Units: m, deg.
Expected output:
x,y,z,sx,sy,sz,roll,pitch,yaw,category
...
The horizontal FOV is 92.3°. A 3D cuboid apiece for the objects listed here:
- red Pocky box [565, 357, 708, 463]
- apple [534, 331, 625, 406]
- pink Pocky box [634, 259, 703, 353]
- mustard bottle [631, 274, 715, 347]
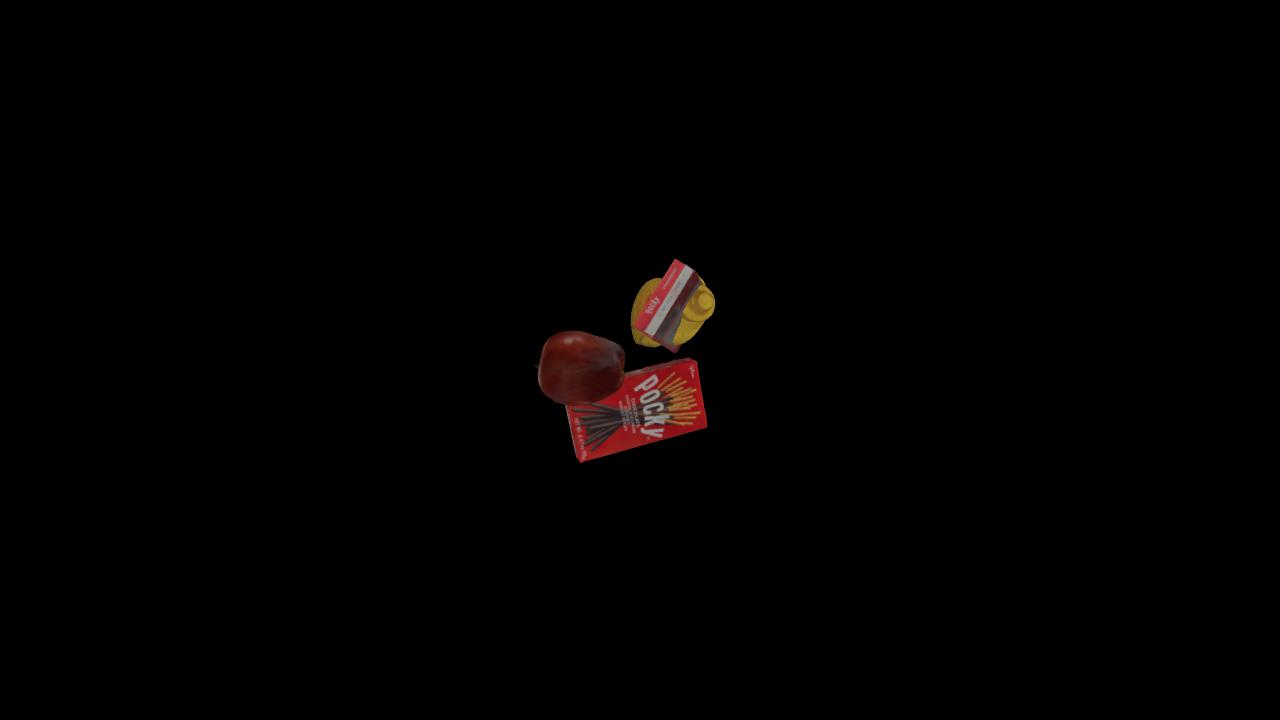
x,y,z,sx,sy,sz,roll,pitch,yaw,category
-0.003,0.054,0.688,0.155,0.083,0.028,-14,11,-14,red Pocky box
-0.063,0.009,0.637,0.093,0.079,0.079,4,0,4,apple
0.041,-0.056,0.702,0.029,0.084,0.155,33,3,13,pink Pocky box
0.042,-0.062,0.741,0.054,0.092,0.184,19,-6,-18,mustard bottle
